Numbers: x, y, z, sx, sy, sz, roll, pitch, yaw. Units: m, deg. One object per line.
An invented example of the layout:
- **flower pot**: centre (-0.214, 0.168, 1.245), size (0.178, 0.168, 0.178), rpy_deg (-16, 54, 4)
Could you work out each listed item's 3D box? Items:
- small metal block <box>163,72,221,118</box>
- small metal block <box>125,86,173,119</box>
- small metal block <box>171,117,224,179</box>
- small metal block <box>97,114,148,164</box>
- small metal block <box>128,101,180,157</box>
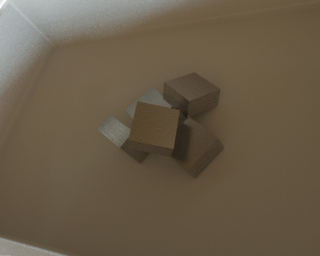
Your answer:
- **small metal block**: centre (0.040, -0.043, 0.394), size (0.050, 0.025, 0.050), rpy_deg (-22, 45, -28)
- **small metal block**: centre (-0.011, -0.021, 0.419), size (0.050, 0.025, 0.050), rpy_deg (-39, 51, 1)
- **small metal block**: centre (0.038, 0.023, 0.368), size (0.050, 0.025, 0.050), rpy_deg (-46, 52, -4)
- **small metal block**: centre (-0.045, 0.015, 0.400), size (0.050, 0.050, 0.025), rpy_deg (33, 80, 38)
- **small metal block**: centre (-0.007, 0.001, 0.359), size (0.050, 0.025, 0.050), rpy_deg (12, 63, -3)
